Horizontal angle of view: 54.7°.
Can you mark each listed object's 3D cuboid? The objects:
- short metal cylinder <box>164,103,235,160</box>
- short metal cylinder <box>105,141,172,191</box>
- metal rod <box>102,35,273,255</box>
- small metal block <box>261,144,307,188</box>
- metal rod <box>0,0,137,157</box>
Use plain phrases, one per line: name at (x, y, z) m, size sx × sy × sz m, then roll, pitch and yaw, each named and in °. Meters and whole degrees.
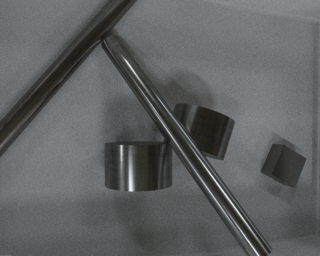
short metal cylinder at (0.050, 0.006, 0.401) m, size 0.080 × 0.080 × 0.050 m, roll 20°, pitch 83°, yaw -19°
short metal cylinder at (-0.026, 0.043, 0.373) m, size 0.081 × 0.080 × 0.050 m, roll 0°, pitch 91°, yaw -20°
metal rod at (0.020, 0.011, 0.352) m, size 0.025 × 0.025 × 0.299 m, roll -30°, pitch 74°, yaw -18°
small metal block at (0.194, 0.059, 0.484) m, size 0.050 × 0.025 × 0.050 m, roll 29°, pitch 80°, yaw -18°
metal rod at (-0.125, -0.057, 0.364) m, size 0.025 × 0.025 × 0.300 m, roll 41°, pitch 77°, yaw -16°
